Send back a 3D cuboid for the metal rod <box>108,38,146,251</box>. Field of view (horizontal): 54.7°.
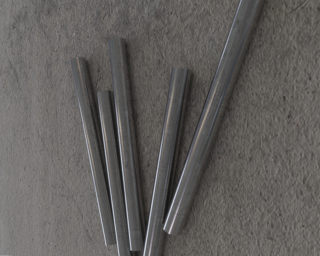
[{"bbox_3d":[-0.047,0.019,0.443,0.025,0.025,0.298,-11,83,39],"label":"metal rod"}]

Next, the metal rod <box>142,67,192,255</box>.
[{"bbox_3d":[0.004,0.073,0.401,0.025,0.025,0.298,15,99,39],"label":"metal rod"}]

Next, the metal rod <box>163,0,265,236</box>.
[{"bbox_3d":[0.058,-0.010,0.356,0.025,0.025,0.298,27,107,36],"label":"metal rod"}]

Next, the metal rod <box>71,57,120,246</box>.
[{"bbox_3d":[-0.103,0.029,0.489,0.025,0.025,0.299,-22,76,38],"label":"metal rod"}]

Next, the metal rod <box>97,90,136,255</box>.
[{"bbox_3d":[-0.061,0.092,0.455,0.025,0.025,0.298,-15,81,39],"label":"metal rod"}]
